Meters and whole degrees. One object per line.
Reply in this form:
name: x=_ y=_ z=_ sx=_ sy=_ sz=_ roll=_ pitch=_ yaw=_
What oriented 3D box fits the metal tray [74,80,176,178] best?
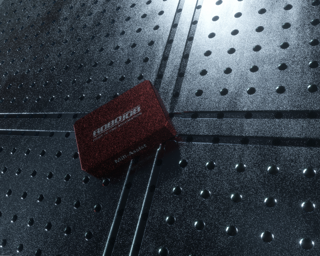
metal tray: x=-0.053 y=0.000 z=0.431 sx=0.130 sy=0.030 sz=0.090 roll=-29 pitch=52 yaw=9
